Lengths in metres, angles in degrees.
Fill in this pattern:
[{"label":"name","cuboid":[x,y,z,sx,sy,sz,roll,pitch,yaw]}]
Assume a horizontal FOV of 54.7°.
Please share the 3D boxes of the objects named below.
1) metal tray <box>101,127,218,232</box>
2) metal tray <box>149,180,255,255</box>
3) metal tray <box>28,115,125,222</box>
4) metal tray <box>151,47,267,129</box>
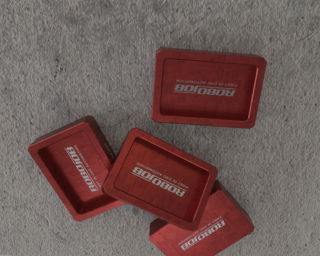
[{"label":"metal tray","cuboid":[0.001,0.068,0.406,0.131,0.030,0.090,27,71,-10]},{"label":"metal tray","cuboid":[0.060,0.148,0.462,0.130,0.030,0.090,-38,106,12]},{"label":"metal tray","cuboid":[-0.105,0.058,0.427,0.090,0.030,0.129,-24,109,8]},{"label":"metal tray","cuboid":[0.058,-0.050,0.389,0.131,0.030,0.089,4,110,-2]}]
